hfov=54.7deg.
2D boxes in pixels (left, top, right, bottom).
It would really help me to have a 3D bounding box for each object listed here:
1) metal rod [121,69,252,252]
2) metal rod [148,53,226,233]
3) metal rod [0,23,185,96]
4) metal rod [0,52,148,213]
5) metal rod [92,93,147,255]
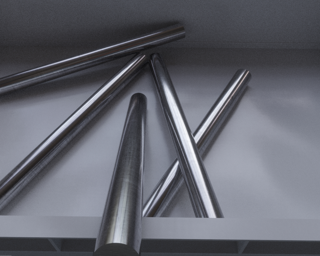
[{"bbox_3d":[0.049,0.018,0.389,0.025,0.025,0.301,25,54,20],"label":"metal rod"},{"bbox_3d":[0.020,-0.011,0.388,0.025,0.025,0.300,-8,43,-7],"label":"metal rod"},{"bbox_3d":[-0.103,-0.107,0.477,0.302,0.025,0.025,-20,53,-10],"label":"metal rod"},{"bbox_3d":[-0.107,-0.012,0.413,0.025,0.025,0.301,25,54,19],"label":"metal rod"},{"bbox_3d":[-0.026,0.015,0.299,0.025,0.025,0.300,-1,21,-1],"label":"metal rod"}]
